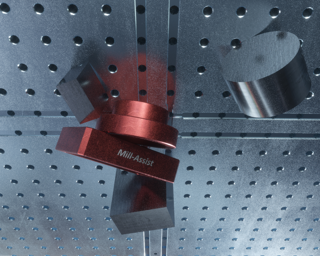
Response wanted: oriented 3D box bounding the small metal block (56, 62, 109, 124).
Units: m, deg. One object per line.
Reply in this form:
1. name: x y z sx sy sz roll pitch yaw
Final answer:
1. small metal block: -0.086 -0.041 0.355 0.025 0.050 0.050 -18 119 15

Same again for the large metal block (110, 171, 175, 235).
1. large metal block: -0.024 0.106 0.465 0.080 0.080 0.050 -11 129 9

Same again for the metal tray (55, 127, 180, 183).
1. metal tray: -0.052 0.034 0.388 0.131 0.030 0.090 23 167 -32

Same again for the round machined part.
1. round machined part: -0.026 -0.005 0.374 0.099 0.042 0.098 10 171 2

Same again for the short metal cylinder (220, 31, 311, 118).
1. short metal cylinder: 0.111 -0.057 0.328 0.080 0.080 0.050 -23 126 18
